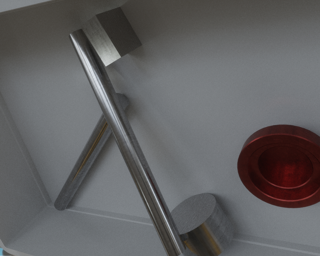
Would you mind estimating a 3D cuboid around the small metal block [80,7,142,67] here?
[{"bbox_3d":[-0.054,-0.105,0.354,0.025,0.050,0.050,-21,107,35],"label":"small metal block"}]

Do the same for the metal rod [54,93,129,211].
[{"bbox_3d":[-0.122,0.055,0.504,0.025,0.025,0.298,38,129,2],"label":"metal rod"}]

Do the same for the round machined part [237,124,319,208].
[{"bbox_3d":[0.141,0.038,0.347,0.098,0.042,0.097,13,124,20],"label":"round machined part"}]

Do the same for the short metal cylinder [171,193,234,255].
[{"bbox_3d":[0.054,0.136,0.428,0.080,0.080,0.050,-23,106,36],"label":"short metal cylinder"}]

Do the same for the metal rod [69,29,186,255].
[{"bbox_3d":[-0.041,0.018,0.386,0.025,0.025,0.299,-25,88,36],"label":"metal rod"}]
